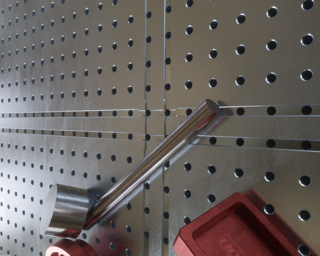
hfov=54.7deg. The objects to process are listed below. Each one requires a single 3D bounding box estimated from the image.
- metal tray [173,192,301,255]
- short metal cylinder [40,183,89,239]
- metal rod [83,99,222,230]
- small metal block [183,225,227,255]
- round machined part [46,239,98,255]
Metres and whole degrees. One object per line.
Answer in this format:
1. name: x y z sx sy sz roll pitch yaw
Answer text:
1. metal tray: 0.086 0.134 0.291 0.130 0.091 0.030 48 144 29
2. short metal cylinder: -0.154 0.133 0.497 0.080 0.050 0.080 -40 41 46
3. metal rod: -0.030 0.066 0.431 0.299 0.025 0.025 -44 64 30
4. small metal block: 0.054 0.138 0.347 0.025 0.050 0.050 -21 77 38
5. round machined part: -0.133 0.219 0.493 0.098 0.042 0.097 14 115 31
